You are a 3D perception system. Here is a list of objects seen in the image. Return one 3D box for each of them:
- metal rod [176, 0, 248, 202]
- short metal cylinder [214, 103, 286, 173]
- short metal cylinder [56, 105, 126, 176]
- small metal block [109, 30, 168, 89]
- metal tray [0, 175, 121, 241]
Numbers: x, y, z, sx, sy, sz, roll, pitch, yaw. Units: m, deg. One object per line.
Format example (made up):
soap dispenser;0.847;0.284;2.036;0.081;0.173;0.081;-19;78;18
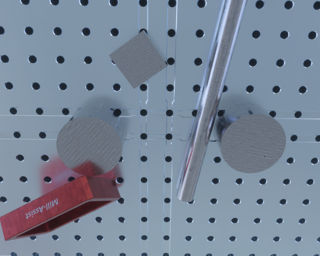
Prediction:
metal rod;0.065;-0.037;0.400;0.025;0.025;0.298;10;110;-4
short metal cylinder;0.115;0.012;0.405;0.081;0.050;0.079;0;110;0
short metal cylinder;-0.087;0.015;0.405;0.081;0.050;0.079;0;110;0
small metal block;-0.026;-0.085;0.382;0.050;0.025;0.050;-33;107;11
metal tray;-0.130;0.107;0.416;0.130;0.090;0.030;-27;72;9
